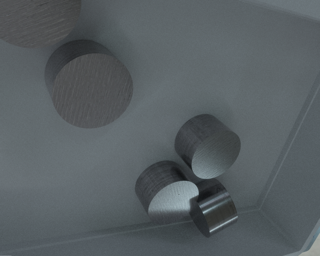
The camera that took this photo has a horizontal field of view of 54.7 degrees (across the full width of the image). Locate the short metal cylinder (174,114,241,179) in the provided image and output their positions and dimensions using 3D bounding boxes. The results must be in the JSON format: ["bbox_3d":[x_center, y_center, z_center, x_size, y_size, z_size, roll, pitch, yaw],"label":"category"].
[{"bbox_3d":[0.068,0.026,0.448,0.081,0.050,0.079,-14,125,-21],"label":"short metal cylinder"}]

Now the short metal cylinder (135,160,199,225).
[{"bbox_3d":[0.010,0.095,0.459,0.081,0.050,0.079,-14,125,-21],"label":"short metal cylinder"}]

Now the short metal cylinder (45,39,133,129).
[{"bbox_3d":[-0.075,-0.046,0.324,0.081,0.050,0.079,-14,125,-21],"label":"short metal cylinder"}]

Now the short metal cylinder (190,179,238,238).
[{"bbox_3d":[0.080,0.127,0.498,0.050,0.080,0.080,-23,127,-15],"label":"short metal cylinder"}]

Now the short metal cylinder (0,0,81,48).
[{"bbox_3d":[-0.113,-0.114,0.261,0.081,0.050,0.079,-14,125,-21],"label":"short metal cylinder"}]
